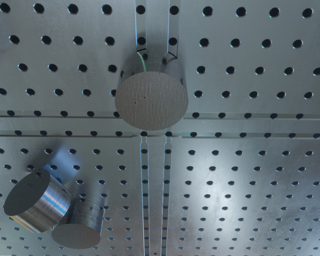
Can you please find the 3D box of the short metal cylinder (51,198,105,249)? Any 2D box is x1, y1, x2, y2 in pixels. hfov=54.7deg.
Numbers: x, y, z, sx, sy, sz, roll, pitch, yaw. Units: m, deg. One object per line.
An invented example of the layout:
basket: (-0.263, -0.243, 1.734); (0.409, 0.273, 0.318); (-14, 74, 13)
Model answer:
short metal cylinder: (-0.140, 0.166, 0.535); (0.081, 0.050, 0.079); (0, 130, 0)

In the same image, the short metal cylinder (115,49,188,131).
short metal cylinder: (-0.009, -0.043, 0.358); (0.081, 0.050, 0.079); (0, 130, 0)

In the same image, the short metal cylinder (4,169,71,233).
short metal cylinder: (-0.183, 0.110, 0.467); (0.080, 0.080, 0.050); (-20, 127, 16)
